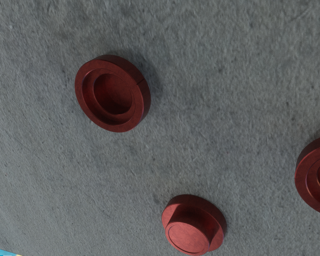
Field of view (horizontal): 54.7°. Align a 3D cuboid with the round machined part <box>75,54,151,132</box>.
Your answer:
[{"bbox_3d":[-0.055,-0.046,0.395,0.098,0.042,0.097,13,124,20],"label":"round machined part"}]

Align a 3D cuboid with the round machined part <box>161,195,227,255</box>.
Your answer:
[{"bbox_3d":[0.047,0.151,0.464,0.098,0.042,0.097,13,124,20],"label":"round machined part"}]

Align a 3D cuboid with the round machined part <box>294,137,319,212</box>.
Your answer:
[{"bbox_3d":[0.195,0.046,0.322,0.098,0.042,0.097,13,124,20],"label":"round machined part"}]
